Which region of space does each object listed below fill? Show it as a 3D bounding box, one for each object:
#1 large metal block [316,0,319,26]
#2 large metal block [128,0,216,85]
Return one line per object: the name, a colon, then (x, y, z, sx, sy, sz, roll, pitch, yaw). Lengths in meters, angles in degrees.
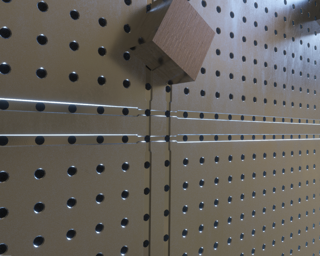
large metal block: (0.422, -0.281, 0.724, 0.050, 0.080, 0.080, 29, 72, -36)
large metal block: (0.017, -0.114, 0.406, 0.080, 0.050, 0.080, 37, 68, -34)
